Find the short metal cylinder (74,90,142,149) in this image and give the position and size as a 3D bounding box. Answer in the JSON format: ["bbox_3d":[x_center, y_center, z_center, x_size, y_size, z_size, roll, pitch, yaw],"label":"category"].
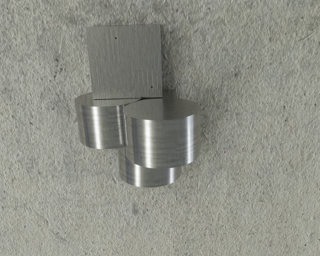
[{"bbox_3d":[-0.059,-0.013,0.377,0.080,0.080,0.050,-2,110,0],"label":"short metal cylinder"}]

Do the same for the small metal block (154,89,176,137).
[{"bbox_3d":[0.006,-0.020,0.393,0.025,0.050,0.050,1,110,-1],"label":"small metal block"}]

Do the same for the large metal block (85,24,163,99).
[{"bbox_3d":[-0.039,-0.080,0.368,0.080,0.050,0.079,-2,110,0],"label":"large metal block"}]

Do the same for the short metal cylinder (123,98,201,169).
[{"bbox_3d":[0.003,0.002,0.330,0.080,0.080,0.050,-2,110,0],"label":"short metal cylinder"}]

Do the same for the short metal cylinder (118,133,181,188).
[{"bbox_3d":[-0.013,0.033,0.394,0.081,0.080,0.050,0,110,0],"label":"short metal cylinder"}]
